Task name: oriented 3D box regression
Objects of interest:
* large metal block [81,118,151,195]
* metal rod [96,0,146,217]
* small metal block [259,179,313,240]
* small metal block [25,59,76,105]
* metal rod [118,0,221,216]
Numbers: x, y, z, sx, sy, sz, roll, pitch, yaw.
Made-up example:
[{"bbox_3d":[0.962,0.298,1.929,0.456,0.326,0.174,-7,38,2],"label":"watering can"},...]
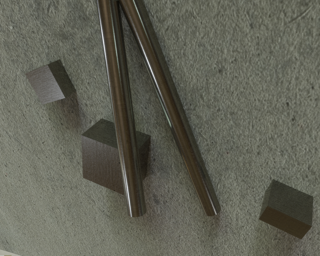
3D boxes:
[{"bbox_3d":[-0.064,0.043,0.449,0.080,0.050,0.079,19,126,16],"label":"large metal block"},{"bbox_3d":[-0.046,-0.034,0.366,0.025,0.025,0.298,1,106,27],"label":"metal rod"},{"bbox_3d":[0.151,0.095,0.370,0.050,0.050,0.025,24,127,13],"label":"small metal block"},{"bbox_3d":[-0.157,-0.066,0.447,0.050,0.025,0.050,-10,114,32],"label":"small metal block"},{"bbox_3d":[0.020,-0.013,0.386,0.025,0.025,0.299,-9,114,32],"label":"metal rod"}]
